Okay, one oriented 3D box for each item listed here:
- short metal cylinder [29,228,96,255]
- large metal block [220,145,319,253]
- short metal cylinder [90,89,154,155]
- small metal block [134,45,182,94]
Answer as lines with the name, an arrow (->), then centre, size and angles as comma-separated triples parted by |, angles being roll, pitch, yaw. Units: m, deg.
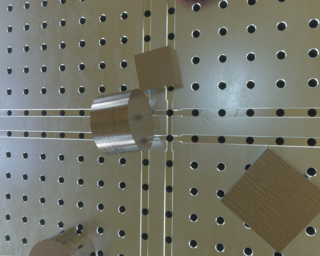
short metal cylinder -> -0.141, 0.193, 0.449 | 0.080, 0.050, 0.079 | 0, 90, 20
large metal block -> 0.130, 0.077, 0.353 | 0.080, 0.050, 0.080 | 41, 103, 15
short metal cylinder -> -0.046, -0.007, 0.400 | 0.050, 0.080, 0.080 | -8, 87, 20
small metal block -> -0.003, -0.077, 0.414 | 0.050, 0.025, 0.050 | -11, 86, 19
